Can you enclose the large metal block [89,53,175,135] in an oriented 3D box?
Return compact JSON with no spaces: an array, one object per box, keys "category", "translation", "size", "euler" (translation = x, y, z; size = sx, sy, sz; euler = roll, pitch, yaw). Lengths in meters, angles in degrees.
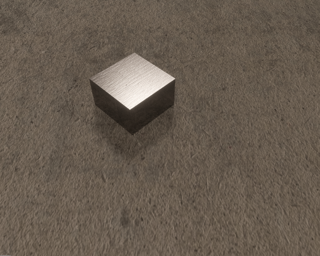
[{"category":"large metal block","translation":[-0.037,-0.049,0.428],"size":[0.080,0.050,0.080],"euler":[37,59,26]}]
